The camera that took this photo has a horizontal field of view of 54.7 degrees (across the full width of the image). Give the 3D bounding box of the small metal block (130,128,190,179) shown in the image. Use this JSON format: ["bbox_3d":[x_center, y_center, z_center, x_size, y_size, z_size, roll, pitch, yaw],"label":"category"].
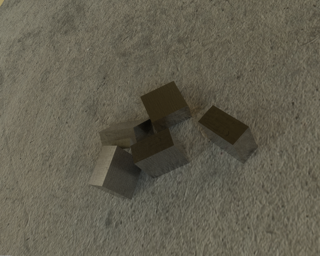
[{"bbox_3d":[0.001,0.031,0.368,0.050,0.050,0.025,-26,53,12],"label":"small metal block"}]

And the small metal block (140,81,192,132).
[{"bbox_3d":[0.008,-0.029,0.413,0.050,0.025,0.050,-26,52,1],"label":"small metal block"}]

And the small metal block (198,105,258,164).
[{"bbox_3d":[0.076,0.008,0.343,0.025,0.050,0.050,-48,51,-5],"label":"small metal block"}]

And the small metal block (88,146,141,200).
[{"bbox_3d":[-0.052,0.055,0.379,0.025,0.050,0.050,-3,61,41],"label":"small metal block"}]

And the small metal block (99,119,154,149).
[{"bbox_3d":[-0.042,0.008,0.403,0.050,0.050,0.025,-7,101,25],"label":"small metal block"}]
